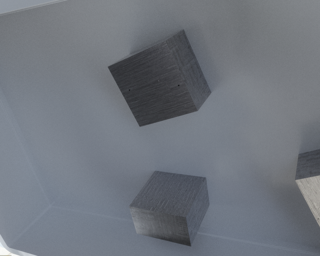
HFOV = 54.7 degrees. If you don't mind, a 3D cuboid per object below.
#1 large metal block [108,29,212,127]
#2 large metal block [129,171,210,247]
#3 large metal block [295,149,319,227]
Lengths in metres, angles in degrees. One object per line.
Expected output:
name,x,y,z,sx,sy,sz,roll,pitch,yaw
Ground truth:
large metal block,0.001,-0.055,0.358,0.080,0.050,0.080,-15,111,34
large metal block,0.016,0.108,0.431,0.080,0.080,0.050,4,120,26
large metal block,0.201,0.063,0.325,0.080,0.050,0.080,-22,107,36
